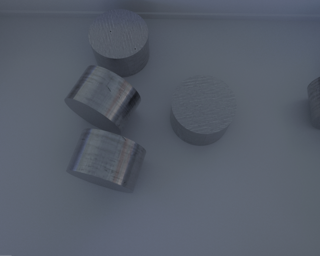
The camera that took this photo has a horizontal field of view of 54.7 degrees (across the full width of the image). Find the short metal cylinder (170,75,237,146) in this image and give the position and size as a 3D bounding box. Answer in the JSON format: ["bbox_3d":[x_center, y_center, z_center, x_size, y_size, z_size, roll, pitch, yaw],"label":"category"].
[{"bbox_3d":[0.054,-0.022,0.405,0.081,0.050,0.080,0,70,0],"label":"short metal cylinder"}]

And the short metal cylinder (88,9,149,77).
[{"bbox_3d":[-0.056,-0.119,0.439,0.081,0.050,0.080,0,70,0],"label":"short metal cylinder"}]

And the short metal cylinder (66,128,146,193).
[{"bbox_3d":[-0.062,0.040,0.365,0.080,0.080,0.050,16,71,5],"label":"short metal cylinder"}]

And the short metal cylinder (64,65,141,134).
[{"bbox_3d":[-0.071,-0.034,0.392,0.080,0.080,0.050,27,72,9],"label":"short metal cylinder"}]

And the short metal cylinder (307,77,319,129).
[{"bbox_3d":[0.234,-0.033,0.394,0.080,0.080,0.050,2,70,1],"label":"short metal cylinder"}]
